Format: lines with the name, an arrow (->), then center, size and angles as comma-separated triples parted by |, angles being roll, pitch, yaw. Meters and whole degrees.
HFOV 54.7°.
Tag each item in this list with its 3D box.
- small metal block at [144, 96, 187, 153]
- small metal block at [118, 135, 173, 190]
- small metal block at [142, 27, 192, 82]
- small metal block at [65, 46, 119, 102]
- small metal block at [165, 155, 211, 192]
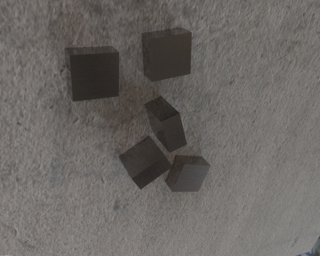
small metal block -> 0.007, -0.005, 0.393 | 0.025, 0.050, 0.050 | -26, 128, -13
small metal block -> -0.020, 0.044, 0.409 | 0.050, 0.050, 0.025 | -35, 129, -5
small metal block -> 0.008, -0.086, 0.360 | 0.050, 0.025, 0.050 | -15, 125, -20
small metal block -> -0.072, -0.059, 0.332 | 0.050, 0.025, 0.050 | -10, 123, -24
small metal block -> 0.043, 0.070, 0.476 | 0.050, 0.025, 0.050 | 7, 115, -32
